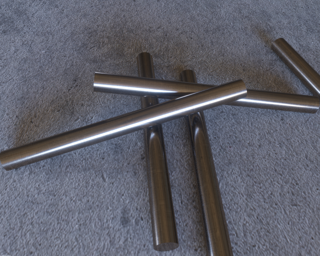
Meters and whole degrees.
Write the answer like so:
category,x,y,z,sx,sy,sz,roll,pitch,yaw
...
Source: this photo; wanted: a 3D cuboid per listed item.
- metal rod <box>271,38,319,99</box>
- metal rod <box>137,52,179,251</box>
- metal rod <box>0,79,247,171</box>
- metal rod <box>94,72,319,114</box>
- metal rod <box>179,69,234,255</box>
category,x,y,z,sx,sy,sz,roll,pitch,yaw
metal rod,0.246,-0.032,0.433,0.025,0.025,0.299,-14,51,-12
metal rod,-0.009,0.003,0.400,0.025,0.025,0.300,-4,50,-4
metal rod,-0.040,-0.005,0.379,0.302,0.025,0.025,-17,52,-4
metal rod,0.067,-0.045,0.412,0.302,0.025,0.025,5,50,-8
metal rod,0.051,0.035,0.373,0.025,0.025,0.300,-3,50,-3
